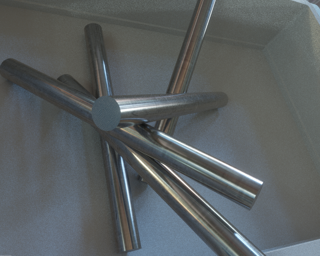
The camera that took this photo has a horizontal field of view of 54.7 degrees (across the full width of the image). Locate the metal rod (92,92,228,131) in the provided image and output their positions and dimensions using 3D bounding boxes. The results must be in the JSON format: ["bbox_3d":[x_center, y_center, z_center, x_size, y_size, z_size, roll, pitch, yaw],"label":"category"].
[{"bbox_3d":[0.028,-0.027,0.352,0.025,0.025,0.302,55,25,10],"label":"metal rod"}]

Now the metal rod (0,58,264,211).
[{"bbox_3d":[-0.050,-0.009,0.295,0.300,0.025,0.025,26,46,24],"label":"metal rod"}]

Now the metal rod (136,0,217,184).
[{"bbox_3d":[0.030,-0.073,0.398,0.025,0.025,0.299,23,75,-15],"label":"metal rod"}]

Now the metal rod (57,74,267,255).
[{"bbox_3d":[-0.021,0.026,0.296,0.025,0.025,0.300,-22,47,-36],"label":"metal rod"}]

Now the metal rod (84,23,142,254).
[{"bbox_3d":[-0.063,-0.008,0.376,0.025,0.025,0.299,1,61,-28],"label":"metal rod"}]
